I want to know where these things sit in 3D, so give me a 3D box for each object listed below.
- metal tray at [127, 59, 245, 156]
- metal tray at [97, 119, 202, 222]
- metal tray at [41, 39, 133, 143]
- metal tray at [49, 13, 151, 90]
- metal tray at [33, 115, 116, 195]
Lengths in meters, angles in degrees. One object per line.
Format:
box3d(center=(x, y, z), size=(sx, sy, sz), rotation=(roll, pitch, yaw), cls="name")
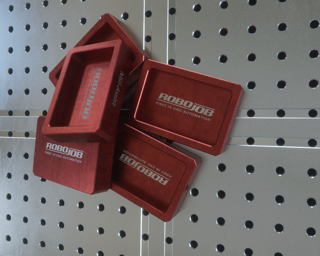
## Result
box3d(center=(0.031, -0.028, 0.398), size=(0.130, 0.030, 0.090), rotation=(19, 97, 18), cls="metal tray")
box3d(center=(-0.022, 0.053, 0.417), size=(0.130, 0.030, 0.090), rotation=(27, 99, 18), cls="metal tray")
box3d(center=(-0.091, -0.047, 0.397), size=(0.090, 0.030, 0.130), rotation=(-2, 65, 27), cls="metal tray")
box3d(center=(-0.086, -0.083, 0.440), size=(0.130, 0.030, 0.090), rotation=(-41, 76, 15), cls="metal tray")
box3d(center=(-0.124, 0.033, 0.436), size=(0.130, 0.030, 0.090), rotation=(8, 94, 34), cls="metal tray")
